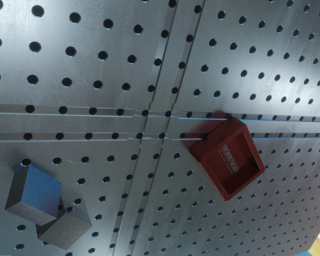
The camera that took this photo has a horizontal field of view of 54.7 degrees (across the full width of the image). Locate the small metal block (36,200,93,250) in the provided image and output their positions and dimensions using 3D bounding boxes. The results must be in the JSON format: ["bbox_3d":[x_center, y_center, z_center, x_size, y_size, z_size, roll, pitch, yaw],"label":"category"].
[{"bbox_3d":[-0.131,0.134,0.424,0.050,0.025,0.050,-43,130,1],"label":"small metal block"}]

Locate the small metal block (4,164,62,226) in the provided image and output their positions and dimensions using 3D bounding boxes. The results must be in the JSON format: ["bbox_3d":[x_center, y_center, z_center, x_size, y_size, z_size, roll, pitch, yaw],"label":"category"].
[{"bbox_3d":[-0.145,0.079,0.361,0.025,0.050,0.050,-29,132,18],"label":"small metal block"}]

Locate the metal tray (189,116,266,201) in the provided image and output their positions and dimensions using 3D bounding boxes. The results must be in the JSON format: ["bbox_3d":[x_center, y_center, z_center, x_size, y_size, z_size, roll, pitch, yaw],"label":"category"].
[{"bbox_3d":[0.114,0.054,0.505,0.090,0.030,0.130,-38,130,-3],"label":"metal tray"}]
